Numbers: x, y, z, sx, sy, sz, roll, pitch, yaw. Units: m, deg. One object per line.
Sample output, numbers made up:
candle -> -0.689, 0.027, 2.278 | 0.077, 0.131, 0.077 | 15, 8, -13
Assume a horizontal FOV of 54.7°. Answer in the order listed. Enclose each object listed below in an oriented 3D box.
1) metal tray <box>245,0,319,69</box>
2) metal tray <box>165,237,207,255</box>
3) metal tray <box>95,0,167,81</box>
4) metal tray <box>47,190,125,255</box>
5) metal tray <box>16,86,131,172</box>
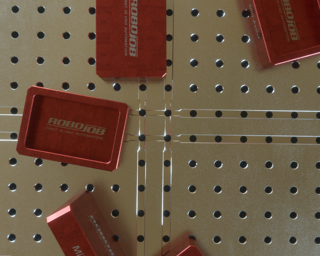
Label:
metal tray -> 0.169, -0.154, 0.412 | 0.091, 0.030, 0.129 | -15, 90, -1
metal tray -> 0.047, 0.226, 0.412 | 0.090, 0.030, 0.130 | -38, 91, -1
metal tray -> -0.037, -0.130, 0.410 | 0.091, 0.030, 0.129 | 0, 90, -1
metal tray -> -0.080, 0.148, 0.379 | 0.030, 0.090, 0.130 | -29, 90, 0
metal tray -> -0.112, 0.001, 0.409 | 0.131, 0.030, 0.089 | 11, 90, -1
